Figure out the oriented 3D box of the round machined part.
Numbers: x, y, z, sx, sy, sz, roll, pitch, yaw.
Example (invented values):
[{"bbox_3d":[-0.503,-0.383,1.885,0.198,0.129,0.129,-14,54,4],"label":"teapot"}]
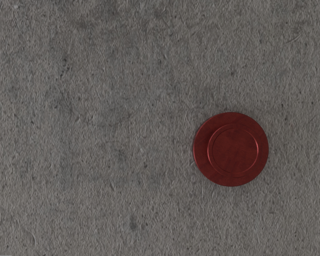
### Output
[{"bbox_3d":[0.093,0.028,0.402,0.099,0.042,0.097,0,90,0],"label":"round machined part"}]
